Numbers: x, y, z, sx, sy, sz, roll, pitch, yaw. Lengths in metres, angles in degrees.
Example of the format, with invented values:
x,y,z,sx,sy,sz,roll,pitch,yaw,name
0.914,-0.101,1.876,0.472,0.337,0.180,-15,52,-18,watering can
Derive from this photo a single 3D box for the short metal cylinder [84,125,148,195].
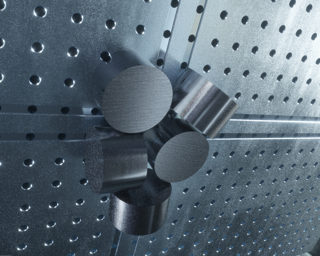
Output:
x,y,z,sx,sy,sz,roll,pitch,yaw,name
-0.055,0.036,0.369,0.050,0.080,0.079,-3,120,-28,short metal cylinder

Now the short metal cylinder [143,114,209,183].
x,y,z,sx,sy,sz,roll,pitch,yaw,name
0.019,0.027,0.422,0.081,0.050,0.079,-14,125,-21,short metal cylinder

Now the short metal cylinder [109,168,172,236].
x,y,z,sx,sy,sz,roll,pitch,yaw,name
-0.027,0.097,0.420,0.081,0.080,0.050,-6,122,-25,short metal cylinder

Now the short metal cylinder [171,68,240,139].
x,y,z,sx,sy,sz,roll,pitch,yaw,name
0.051,-0.030,0.384,0.080,0.080,0.050,32,100,-38,short metal cylinder

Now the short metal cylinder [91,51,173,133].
x,y,z,sx,sy,sz,roll,pitch,yaw,name
-0.033,-0.041,0.351,0.081,0.050,0.079,-13,124,-20,short metal cylinder
